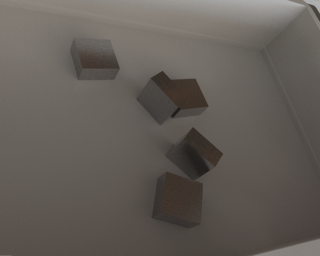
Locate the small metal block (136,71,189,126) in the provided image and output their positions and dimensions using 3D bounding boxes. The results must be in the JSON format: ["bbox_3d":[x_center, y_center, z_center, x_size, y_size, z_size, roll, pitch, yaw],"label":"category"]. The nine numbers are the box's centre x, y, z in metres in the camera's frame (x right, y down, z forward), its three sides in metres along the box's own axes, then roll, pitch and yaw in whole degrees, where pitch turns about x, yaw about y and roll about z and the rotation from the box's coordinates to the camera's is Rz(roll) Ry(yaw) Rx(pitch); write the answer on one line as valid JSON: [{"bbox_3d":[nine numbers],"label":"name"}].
[{"bbox_3d":[0.002,-0.039,0.416,0.050,0.050,0.025,47,51,4],"label":"small metal block"}]

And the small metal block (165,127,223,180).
[{"bbox_3d":[0.042,0.034,0.393,0.050,0.050,0.025,42,51,0],"label":"small metal block"}]

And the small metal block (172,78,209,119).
[{"bbox_3d":[0.036,-0.044,0.454,0.050,0.025,0.050,-8,66,-32],"label":"small metal block"}]

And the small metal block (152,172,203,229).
[{"bbox_3d":[0.022,0.086,0.367,0.050,0.025,0.050,20,54,-17],"label":"small metal block"}]

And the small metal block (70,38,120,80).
[{"bbox_3d":[-0.088,-0.092,0.416,0.050,0.025,0.050,-6,65,-31],"label":"small metal block"}]
